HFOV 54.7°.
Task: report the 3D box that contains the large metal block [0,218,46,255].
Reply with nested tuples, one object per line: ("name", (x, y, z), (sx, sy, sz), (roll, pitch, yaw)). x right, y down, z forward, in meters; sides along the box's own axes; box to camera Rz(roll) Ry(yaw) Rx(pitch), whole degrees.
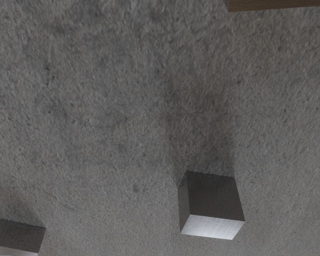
("large metal block", (-0.266, 0.219, 0.574), (0.081, 0.050, 0.079), (18, 128, -16))

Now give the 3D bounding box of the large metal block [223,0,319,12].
("large metal block", (0.098, -0.150, 0.264), (0.080, 0.050, 0.079), (-3, 130, 2))

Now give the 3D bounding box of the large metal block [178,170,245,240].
("large metal block", (0.074, 0.116, 0.472), (0.081, 0.080, 0.050), (10, 129, -9))
